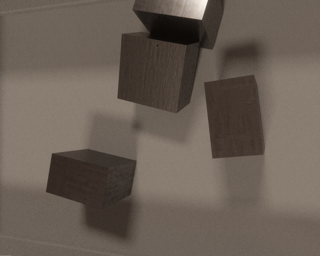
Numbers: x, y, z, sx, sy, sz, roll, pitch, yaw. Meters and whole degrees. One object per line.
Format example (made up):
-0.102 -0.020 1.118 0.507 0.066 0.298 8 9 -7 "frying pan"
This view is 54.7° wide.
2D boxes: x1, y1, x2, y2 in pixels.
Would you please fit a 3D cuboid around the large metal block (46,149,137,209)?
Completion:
-0.088 0.063 0.411 0.080 0.080 0.050 11 94 19 "large metal block"

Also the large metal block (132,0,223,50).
0.025 -0.139 0.368 0.080 0.080 0.050 15 86 19 "large metal block"

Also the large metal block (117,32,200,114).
-0.003 -0.071 0.385 0.080 0.050 0.079 16 114 19 "large metal block"

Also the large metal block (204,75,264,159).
0.087 -0.011 0.350 0.050 0.080 0.080 -7 88 19 "large metal block"
